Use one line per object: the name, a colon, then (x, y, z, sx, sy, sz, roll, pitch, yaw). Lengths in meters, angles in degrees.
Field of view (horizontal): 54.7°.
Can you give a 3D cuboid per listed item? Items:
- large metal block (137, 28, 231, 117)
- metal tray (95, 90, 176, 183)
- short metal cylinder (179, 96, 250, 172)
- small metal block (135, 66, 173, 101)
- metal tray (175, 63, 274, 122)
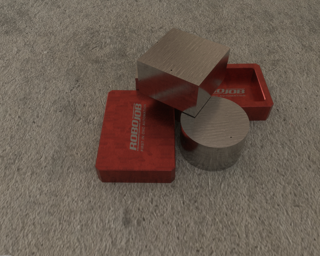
large metal block: (0.029, -0.071, 0.382, 0.080, 0.050, 0.080, 26, 55, 20)
metal tray: (-0.027, 0.007, 0.397, 0.091, 0.030, 0.130, 1, 50, 0)
short metal cylinder: (0.065, 0.007, 0.383, 0.080, 0.050, 0.080, 0, 50, 0)
small metal block: (-0.008, -0.060, 0.439, 0.050, 0.050, 0.025, 1, 50, 0)
metal tray: (0.085, -0.052, 0.446, 0.131, 0.030, 0.090, -1, 50, -1)
